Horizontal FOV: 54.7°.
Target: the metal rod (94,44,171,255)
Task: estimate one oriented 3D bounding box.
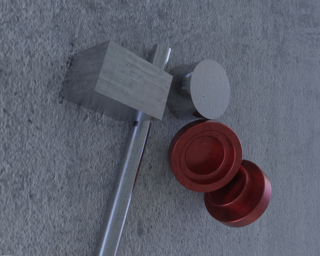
[{"bbox_3d":[-0.034,0.038,0.375,0.025,0.025,0.299,24,75,-38],"label":"metal rod"}]

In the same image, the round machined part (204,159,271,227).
[{"bbox_3d":[0.104,0.087,0.445,0.042,0.098,0.098,40,66,-33],"label":"round machined part"}]

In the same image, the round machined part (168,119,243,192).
[{"bbox_3d":[0.059,0.035,0.425,0.099,0.042,0.097,-3,104,-12],"label":"round machined part"}]

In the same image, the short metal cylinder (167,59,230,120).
[{"bbox_3d":[0.053,-0.051,0.432,0.081,0.050,0.080,0,89,-40],"label":"short metal cylinder"}]

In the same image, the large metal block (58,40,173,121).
[{"bbox_3d":[-0.047,-0.044,0.329,0.080,0.080,0.050,23,76,-38],"label":"large metal block"}]
